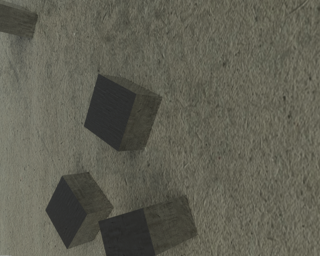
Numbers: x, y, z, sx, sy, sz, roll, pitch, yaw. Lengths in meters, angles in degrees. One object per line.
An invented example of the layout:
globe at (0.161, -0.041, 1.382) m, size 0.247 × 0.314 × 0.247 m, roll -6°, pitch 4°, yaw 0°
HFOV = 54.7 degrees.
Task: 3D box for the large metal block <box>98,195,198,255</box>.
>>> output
large metal block at (-0.014, 0.123, 0.381) m, size 0.080 × 0.081 × 0.050 m, roll -27°, pitch 73°, yaw 37°

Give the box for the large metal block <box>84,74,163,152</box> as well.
large metal block at (-0.053, -0.022, 0.433) m, size 0.080 × 0.050 × 0.079 m, roll 31°, pitch 109°, yaw 36°

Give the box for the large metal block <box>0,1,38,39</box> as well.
large metal block at (-0.307, -0.224, 0.623) m, size 0.080 × 0.081 × 0.050 m, roll 33°, pitch 111°, yaw 35°

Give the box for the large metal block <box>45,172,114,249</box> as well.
large metal block at (-0.131, 0.130, 0.497) m, size 0.080 × 0.050 × 0.080 m, roll 46°, pitch 117°, yaw 30°
